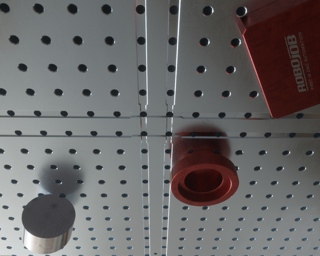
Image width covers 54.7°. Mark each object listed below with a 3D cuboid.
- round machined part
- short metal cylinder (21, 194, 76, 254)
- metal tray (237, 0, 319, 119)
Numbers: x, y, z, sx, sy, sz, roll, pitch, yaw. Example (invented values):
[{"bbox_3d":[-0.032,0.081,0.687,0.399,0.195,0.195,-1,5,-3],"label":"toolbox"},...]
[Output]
[{"bbox_3d":[0.064,0.070,0.461,0.099,0.042,0.097,0,130,0],"label":"round machined part"},{"bbox_3d":[-0.183,0.156,0.507,0.081,0.080,0.050,13,129,-11],"label":"short metal cylinder"},{"bbox_3d":[0.150,-0.078,0.344,0.090,0.030,0.130,-21,127,17],"label":"metal tray"}]
